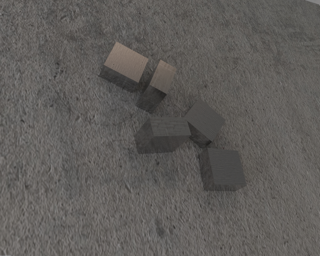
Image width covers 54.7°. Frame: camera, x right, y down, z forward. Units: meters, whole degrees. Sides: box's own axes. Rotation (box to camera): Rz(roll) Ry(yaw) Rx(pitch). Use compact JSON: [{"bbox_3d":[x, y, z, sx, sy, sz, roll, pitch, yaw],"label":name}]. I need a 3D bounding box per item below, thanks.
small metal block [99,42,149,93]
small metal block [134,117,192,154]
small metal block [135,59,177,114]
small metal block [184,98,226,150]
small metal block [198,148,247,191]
[{"bbox_3d":[-0.049,-0.084,0.428,0.050,0.025,0.050,27,52,-12],"label":"small metal block"},{"bbox_3d":[0.002,0.010,0.383,0.050,0.050,0.025,-1,62,-29],"label":"small metal block"},{"bbox_3d":[-0.006,-0.055,0.418,0.025,0.050,0.050,28,52,-11],"label":"small metal block"},{"bbox_3d":[0.058,-0.007,0.439,0.050,0.025,0.050,40,51,-1],"label":"small metal block"},{"bbox_3d":[0.082,0.056,0.413,0.050,0.025,0.050,7,59,-25],"label":"small metal block"}]
